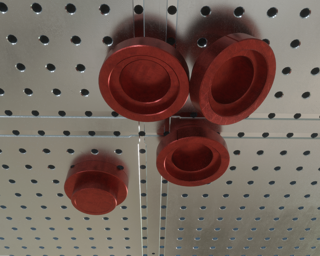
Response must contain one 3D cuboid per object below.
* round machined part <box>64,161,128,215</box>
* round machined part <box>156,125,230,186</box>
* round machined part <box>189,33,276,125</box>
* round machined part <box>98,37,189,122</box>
[{"bbox_3d":[-0.100,0.100,0.484,0.099,0.042,0.097,-1,130,0],"label":"round machined part"},{"bbox_3d":[0.044,0.034,0.431,0.099,0.042,0.097,-1,130,0],"label":"round machined part"},{"bbox_3d":[0.074,-0.055,0.338,0.099,0.042,0.097,-16,127,-22],"label":"round machined part"},{"bbox_3d":[-0.016,-0.057,0.349,0.099,0.042,0.097,2,130,2],"label":"round machined part"}]
